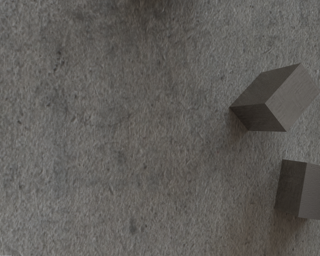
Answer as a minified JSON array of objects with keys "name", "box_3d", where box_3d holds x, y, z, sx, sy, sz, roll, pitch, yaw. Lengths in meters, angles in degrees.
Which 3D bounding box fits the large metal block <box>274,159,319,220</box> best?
[{"name":"large metal block","box_3d":[0.235,0.097,0.485,0.081,0.050,0.080,13,86,-20]}]

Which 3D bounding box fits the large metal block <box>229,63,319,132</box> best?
[{"name":"large metal block","box_3d":[0.161,-0.041,0.441,0.080,0.080,0.050,-45,105,-15]}]
